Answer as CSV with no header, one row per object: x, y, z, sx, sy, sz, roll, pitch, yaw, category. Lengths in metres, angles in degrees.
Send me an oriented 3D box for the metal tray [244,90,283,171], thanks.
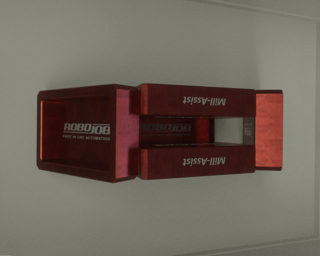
0.129,0.002,0.402,0.030,0.130,0.089,1,91,10,metal tray

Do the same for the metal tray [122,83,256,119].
0.030,-0.027,0.352,0.131,0.090,0.030,0,90,-20,metal tray

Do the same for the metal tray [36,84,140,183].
-0.080,0.004,0.325,0.030,0.130,0.089,0,91,-52,metal tray

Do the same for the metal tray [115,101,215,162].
0.008,0.003,0.409,0.131,0.030,0.089,0,90,-21,metal tray

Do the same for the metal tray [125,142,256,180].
0.029,0.034,0.353,0.131,0.090,0.030,0,90,-21,metal tray
